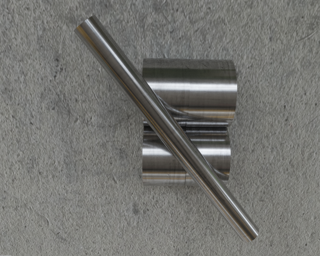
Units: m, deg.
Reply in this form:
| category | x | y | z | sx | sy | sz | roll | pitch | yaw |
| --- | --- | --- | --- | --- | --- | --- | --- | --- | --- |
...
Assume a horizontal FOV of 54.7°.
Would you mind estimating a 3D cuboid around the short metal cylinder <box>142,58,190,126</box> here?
| category | x | y | z | sx | sy | sz | roll | pitch | yaw |
| --- | --- | --- | --- | --- | --- | --- | --- | --- | --- |
| short metal cylinder | 0.006 | -0.042 | 0.366 | 0.050 | 0.080 | 0.079 | 1 | 110 | 0 |

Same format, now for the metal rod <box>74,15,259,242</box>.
| category | x | y | z | sx | sy | sz | roll | pitch | yaw |
| --- | --- | --- | --- | --- | --- | --- | --- | --- | --- |
| metal rod | 0.019 | 0.015 | 0.331 | 0.025 | 0.025 | 0.300 | -35 | 107 | 12 |

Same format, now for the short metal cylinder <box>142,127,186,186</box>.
| category | x | y | z | sx | sy | sz | roll | pitch | yaw |
| --- | --- | --- | --- | --- | --- | --- | --- | --- | --- |
| short metal cylinder | 0.005 | 0.034 | 0.394 | 0.050 | 0.080 | 0.079 | 1 | 110 | 0 |

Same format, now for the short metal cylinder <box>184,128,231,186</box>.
| category | x | y | z | sx | sy | sz | roll | pitch | yaw |
| --- | --- | --- | --- | --- | --- | --- | --- | --- | --- |
| short metal cylinder | 0.056 | 0.033 | 0.395 | 0.050 | 0.080 | 0.079 | 1 | 110 | 0 |

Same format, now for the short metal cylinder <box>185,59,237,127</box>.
| category | x | y | z | sx | sy | sz | roll | pitch | yaw |
| --- | --- | --- | --- | --- | --- | --- | --- | --- | --- |
| short metal cylinder | 0.056 | -0.041 | 0.367 | 0.050 | 0.080 | 0.079 | 1 | 110 | 0 |
